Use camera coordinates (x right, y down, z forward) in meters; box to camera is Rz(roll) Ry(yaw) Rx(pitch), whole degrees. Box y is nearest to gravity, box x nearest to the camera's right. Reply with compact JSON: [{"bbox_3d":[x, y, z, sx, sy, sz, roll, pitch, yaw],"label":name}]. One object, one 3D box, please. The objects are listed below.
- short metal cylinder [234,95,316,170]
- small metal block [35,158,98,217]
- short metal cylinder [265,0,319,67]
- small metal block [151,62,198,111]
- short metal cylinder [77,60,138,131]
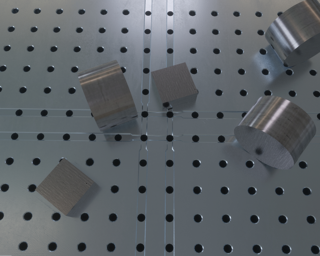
[{"bbox_3d":[0.140,0.006,0.381,0.080,0.080,0.050,38,74,12],"label":"short metal cylinder"},{"bbox_3d":[-0.114,0.074,0.384,0.050,0.025,0.050,36,74,12],"label":"small metal block"},{"bbox_3d":[0.196,-0.130,0.431,0.080,0.080,0.050,-23,72,-8],"label":"short metal cylinder"},{"bbox_3d":[0.019,-0.058,0.433,0.050,0.025,0.050,-17,71,-6],"label":"small metal block"},{"bbox_3d":[-0.066,-0.041,0.397,0.050,0.080,0.080,-21,72,-8],"label":"short metal cylinder"}]
